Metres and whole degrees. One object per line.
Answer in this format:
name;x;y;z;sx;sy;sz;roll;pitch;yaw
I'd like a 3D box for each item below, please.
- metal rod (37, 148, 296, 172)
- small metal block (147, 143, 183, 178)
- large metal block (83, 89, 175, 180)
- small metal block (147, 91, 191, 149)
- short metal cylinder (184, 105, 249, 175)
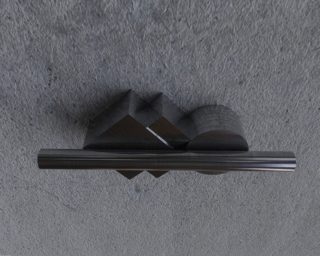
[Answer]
metal rod;0.009;0.039;0.374;0.302;0.025;0.025;1;130;-1
small metal block;0.006;0.032;0.421;0.050;0.050;0.025;-35;122;25
large metal block;-0.038;0.011;0.399;0.080;0.050;0.080;-35;122;25
small metal block;0.011;-0.009;0.385;0.025;0.050;0.050;-35;122;26
short metal cylinder;0.070;0.016;0.406;0.081;0.050;0.079;0;130;0
